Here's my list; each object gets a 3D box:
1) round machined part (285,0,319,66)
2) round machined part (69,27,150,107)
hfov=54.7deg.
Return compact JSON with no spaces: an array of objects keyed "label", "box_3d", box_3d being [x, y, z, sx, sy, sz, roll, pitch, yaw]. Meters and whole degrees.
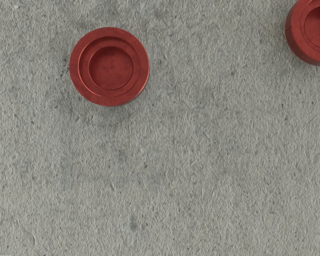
[{"label":"round machined part","box_3d":[0.211,-0.129,0.403,0.099,0.042,0.097,0,90,0]},{"label":"round machined part","box_3d":[-0.062,-0.076,0.401,0.099,0.042,0.097,0,90,0]}]
